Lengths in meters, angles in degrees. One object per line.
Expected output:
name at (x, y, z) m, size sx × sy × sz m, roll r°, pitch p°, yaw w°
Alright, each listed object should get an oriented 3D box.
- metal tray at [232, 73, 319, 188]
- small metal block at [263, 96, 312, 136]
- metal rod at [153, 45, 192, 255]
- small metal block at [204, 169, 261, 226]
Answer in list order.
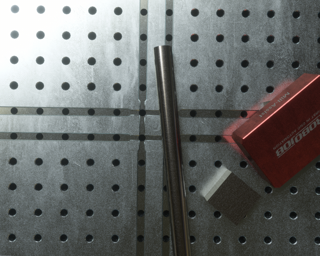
metal tray at (0.170, 0.003, 0.400) m, size 0.130 × 0.030 × 0.090 m, roll -40°, pitch 108°, yaw 0°
small metal block at (0.173, -0.017, 0.416) m, size 0.050 × 0.025 × 0.050 m, roll -12°, pitch 90°, yaw -1°
metal rod at (0.018, 0.041, 0.413) m, size 0.025 × 0.025 × 0.298 m, roll -6°, pitch 90°, yaw -1°
small metal block at (0.097, 0.092, 0.415) m, size 0.050 × 0.025 × 0.050 m, roll 40°, pitch 90°, yaw -1°
